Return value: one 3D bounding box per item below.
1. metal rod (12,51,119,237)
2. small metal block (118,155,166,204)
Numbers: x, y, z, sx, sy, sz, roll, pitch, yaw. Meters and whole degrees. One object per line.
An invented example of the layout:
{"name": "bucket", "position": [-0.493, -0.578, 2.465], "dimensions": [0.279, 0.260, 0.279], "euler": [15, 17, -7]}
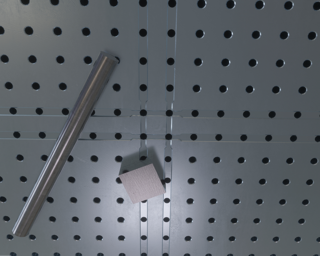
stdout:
{"name": "metal rod", "position": [-0.136, 0.034, 0.424], "dimensions": [0.025, 0.025, 0.298], "euler": [28, 107, -10]}
{"name": "small metal block", "position": [-0.024, 0.074, 0.440], "dimensions": [0.050, 0.025, 0.050], "euler": [-21, 109, 7]}
